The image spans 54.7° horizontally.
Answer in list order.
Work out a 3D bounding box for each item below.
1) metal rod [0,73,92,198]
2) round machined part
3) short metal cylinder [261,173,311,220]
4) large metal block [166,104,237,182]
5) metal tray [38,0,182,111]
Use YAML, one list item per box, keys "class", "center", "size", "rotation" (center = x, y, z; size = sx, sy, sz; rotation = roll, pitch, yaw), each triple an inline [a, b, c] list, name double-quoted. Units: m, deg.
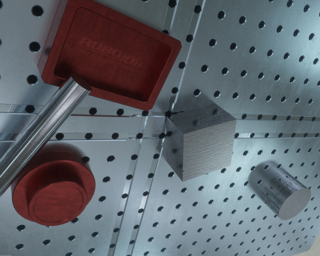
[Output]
- class: "metal rod"
  center: [-0.177, 0.061, 0.332]
  size: [0.299, 0.025, 0.025]
  rotation: [-46, 130, 12]
- class: "round machined part"
  center: [-0.128, 0.081, 0.382]
  size: [0.099, 0.042, 0.097]
  rotation: [-14, 124, -21]
- class: "short metal cylinder"
  center: [0.253, 0.137, 0.622]
  size: [0.081, 0.050, 0.079]
  rotation: [-14, 124, -21]
- class: "large metal block"
  center: [0.056, 0.019, 0.440]
  size: [0.081, 0.050, 0.079]
  rotation: [-15, 125, -21]
- class: "metal tray"
  center: [-0.051, -0.077, 0.333]
  size: [0.131, 0.030, 0.089]
  rotation: [14, 111, -35]
